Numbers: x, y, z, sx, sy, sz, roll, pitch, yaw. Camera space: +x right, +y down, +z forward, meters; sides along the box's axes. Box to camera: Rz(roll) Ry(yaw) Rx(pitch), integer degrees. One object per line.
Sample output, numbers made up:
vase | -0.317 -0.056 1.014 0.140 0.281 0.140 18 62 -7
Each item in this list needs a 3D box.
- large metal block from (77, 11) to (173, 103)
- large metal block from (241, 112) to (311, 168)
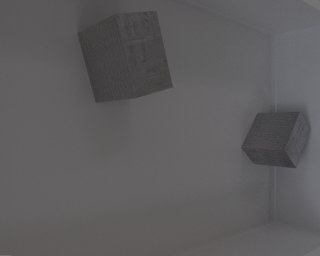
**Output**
large metal block | -0.039 -0.074 0.338 0.050 0.080 0.080 -22 104 -38
large metal block | 0.202 0.019 0.540 0.050 0.080 0.080 47 62 -30
